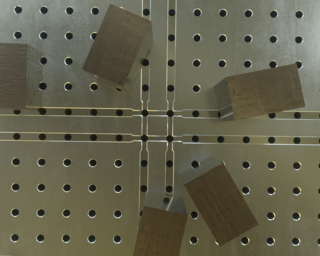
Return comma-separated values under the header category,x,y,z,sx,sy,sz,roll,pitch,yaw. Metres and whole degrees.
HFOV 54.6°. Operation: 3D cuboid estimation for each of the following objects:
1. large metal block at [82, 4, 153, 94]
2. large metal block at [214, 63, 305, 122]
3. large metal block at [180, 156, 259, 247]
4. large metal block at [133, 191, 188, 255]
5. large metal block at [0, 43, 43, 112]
category,x,y,z,sx,sy,sz,roll,pitch,yaw
large metal block,-0.048,-0.093,0.386,0.050,0.080,0.080,23,90,0
large metal block,0.119,-0.041,0.387,0.080,0.080,0.050,-11,90,0
large metal block,0.069,0.086,0.386,0.050,0.080,0.080,-30,90,0
large metal block,-0.002,0.131,0.386,0.050,0.080,0.080,12,90,0
large metal block,-0.202,-0.064,0.400,0.080,0.050,0.080,2,90,0
